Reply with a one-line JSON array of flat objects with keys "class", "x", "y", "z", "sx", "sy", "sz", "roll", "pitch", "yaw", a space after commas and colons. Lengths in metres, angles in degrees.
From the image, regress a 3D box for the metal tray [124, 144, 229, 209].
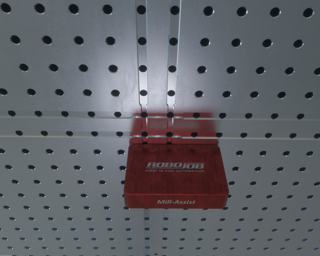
[{"class": "metal tray", "x": 0.020, "y": 0.064, "z": 0.422, "sx": 0.131, "sy": 0.090, "sz": 0.030, "roll": 1, "pitch": 130, "yaw": -1}]
